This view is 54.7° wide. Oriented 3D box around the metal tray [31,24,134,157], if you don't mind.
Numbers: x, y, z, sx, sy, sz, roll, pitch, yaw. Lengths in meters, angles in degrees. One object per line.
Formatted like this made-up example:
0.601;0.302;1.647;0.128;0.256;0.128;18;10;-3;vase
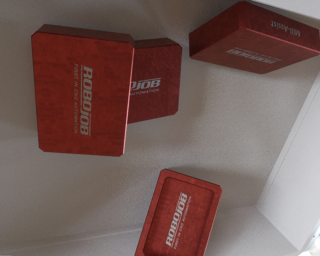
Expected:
-0.077;-0.033;0.319;0.091;0.030;0.129;5;120;-8;metal tray

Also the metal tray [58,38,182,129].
-0.041;-0.050;0.353;0.131;0.030;0.089;-12;124;-22;metal tray

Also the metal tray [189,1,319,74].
0.111;-0.100;0.367;0.131;0.090;0.030;4;80;-31;metal tray

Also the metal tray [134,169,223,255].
0.027;0.132;0.440;0.090;0.030;0.129;17;84;3;metal tray
